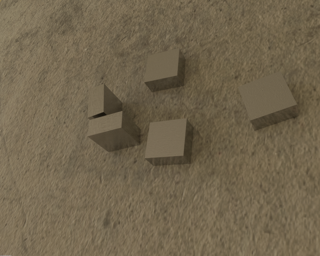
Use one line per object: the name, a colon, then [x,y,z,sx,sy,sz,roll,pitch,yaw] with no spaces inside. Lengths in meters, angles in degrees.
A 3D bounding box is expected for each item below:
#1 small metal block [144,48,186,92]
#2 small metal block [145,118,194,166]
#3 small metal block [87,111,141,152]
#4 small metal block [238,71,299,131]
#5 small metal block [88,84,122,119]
small metal block: [0.008,-0.084,0.450,0.050,0.025,0.050,-8,58,23]
small metal block: [0.012,0.018,0.385,0.050,0.025,0.050,-6,59,24]
small metal block: [-0.060,0.006,0.414,0.050,0.050,0.025,-14,56,20]
small metal block: [0.124,-0.031,0.357,0.050,0.025,0.050,-20,54,16]
small metal block: [-0.077,-0.026,0.443,0.025,0.050,0.050,-18,55,17]
